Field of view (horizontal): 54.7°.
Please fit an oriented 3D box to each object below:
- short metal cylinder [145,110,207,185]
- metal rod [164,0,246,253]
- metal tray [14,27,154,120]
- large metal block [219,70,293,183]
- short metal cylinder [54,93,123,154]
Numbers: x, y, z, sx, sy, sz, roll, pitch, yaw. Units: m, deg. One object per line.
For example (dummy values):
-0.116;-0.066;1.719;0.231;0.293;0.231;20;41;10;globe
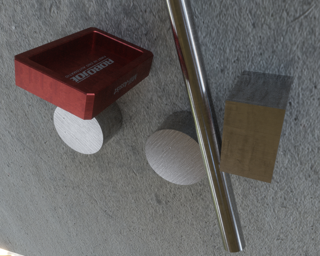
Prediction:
0.029;0.024;0.391;0.080;0.050;0.079;13;124;21;short metal cylinder
0.049;-0.006;0.333;0.025;0.025;0.298;-9;101;32;metal rod
-0.076;-0.066;0.338;0.090;0.131;0.030;26;128;12;metal tray
0.099;-0.005;0.316;0.050;0.080;0.079;12;123;21;large metal block
-0.101;-0.010;0.438;0.080;0.050;0.079;13;124;21;short metal cylinder
